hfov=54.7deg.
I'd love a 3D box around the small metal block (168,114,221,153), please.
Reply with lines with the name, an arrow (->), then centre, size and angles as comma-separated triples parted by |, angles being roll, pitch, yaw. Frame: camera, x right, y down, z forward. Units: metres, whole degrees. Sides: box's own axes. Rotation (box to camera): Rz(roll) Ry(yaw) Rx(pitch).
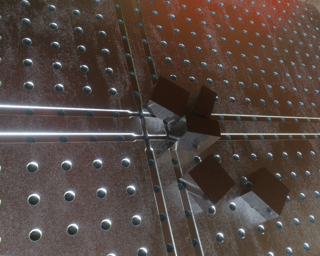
small metal block -> 0.045, 0.009, 0.413 | 0.050, 0.050, 0.025 | 10, 58, -24

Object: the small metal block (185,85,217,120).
small metal block -> 0.052, -0.024, 0.437 | 0.025, 0.050, 0.050 | 31, 52, -9

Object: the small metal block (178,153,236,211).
small metal block -> 0.061, 0.069, 0.401 | 0.050, 0.025, 0.050 | -32, 80, -38

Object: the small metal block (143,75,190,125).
small metal block -> 0.010, -0.039, 0.439 | 0.050, 0.025, 0.050 | 28, 52, -11

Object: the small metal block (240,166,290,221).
small metal block -> 0.148, 0.091, 0.435 | 0.050, 0.025, 0.050 | 42, 51, 0
